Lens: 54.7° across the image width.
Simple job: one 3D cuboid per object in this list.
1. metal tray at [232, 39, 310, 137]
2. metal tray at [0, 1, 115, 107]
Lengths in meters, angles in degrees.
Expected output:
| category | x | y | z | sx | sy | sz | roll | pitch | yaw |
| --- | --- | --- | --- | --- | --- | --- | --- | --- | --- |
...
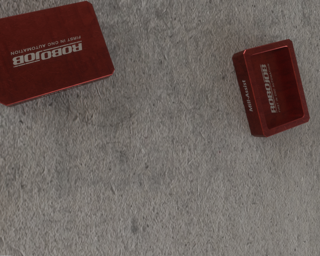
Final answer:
| category | x | y | z | sx | sy | sz | roll | pitch | yaw |
| --- | --- | --- | --- | --- | --- | --- | --- | --- | --- |
| metal tray | 0.169 | -0.060 | 0.468 | 0.091 | 0.030 | 0.129 | -18 | 96 | -19 |
| metal tray | -0.130 | -0.086 | 0.358 | 0.131 | 0.030 | 0.090 | -21 | 97 | -19 |
